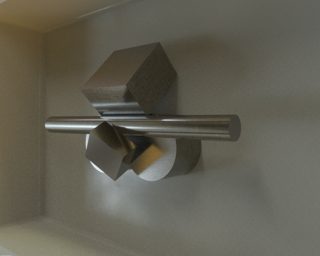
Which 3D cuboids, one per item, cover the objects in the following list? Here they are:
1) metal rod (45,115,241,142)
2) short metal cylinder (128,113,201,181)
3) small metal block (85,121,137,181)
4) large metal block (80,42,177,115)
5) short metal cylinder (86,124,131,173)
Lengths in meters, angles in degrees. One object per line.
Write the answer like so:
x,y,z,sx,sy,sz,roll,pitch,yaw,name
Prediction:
-0.048,-0.003,0.377,0.300,0.025,0.025,1,91,39,metal rod
0.003,0.022,0.385,0.080,0.050,0.079,0,90,39,short metal cylinder
-0.060,0.028,0.373,0.050,0.025,0.050,37,136,13,small metal block
-0.038,-0.059,0.391,0.080,0.050,0.080,1,48,39,large metal block
-0.059,0.021,0.435,0.080,0.050,0.079,0,90,39,short metal cylinder
